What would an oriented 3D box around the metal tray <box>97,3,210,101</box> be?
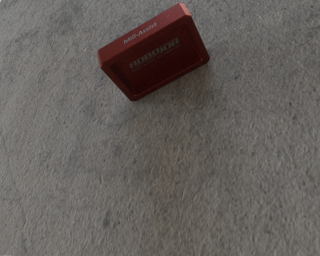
[{"bbox_3d":[-0.007,-0.098,0.424,0.130,0.090,0.030,-27,53,11],"label":"metal tray"}]
